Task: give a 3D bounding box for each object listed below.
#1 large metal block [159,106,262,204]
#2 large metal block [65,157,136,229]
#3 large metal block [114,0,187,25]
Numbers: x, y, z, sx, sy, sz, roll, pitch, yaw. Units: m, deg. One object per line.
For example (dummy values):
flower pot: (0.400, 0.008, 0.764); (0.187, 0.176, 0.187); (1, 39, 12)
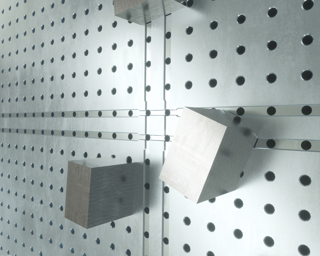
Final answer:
large metal block: (0.055, 0.025, 0.327); (0.050, 0.081, 0.079); (29, 108, 36)
large metal block: (-0.084, 0.087, 0.440); (0.050, 0.081, 0.079); (8, 95, 39)
large metal block: (-0.016, -0.191, 0.404); (0.080, 0.050, 0.080); (-7, 86, 39)
